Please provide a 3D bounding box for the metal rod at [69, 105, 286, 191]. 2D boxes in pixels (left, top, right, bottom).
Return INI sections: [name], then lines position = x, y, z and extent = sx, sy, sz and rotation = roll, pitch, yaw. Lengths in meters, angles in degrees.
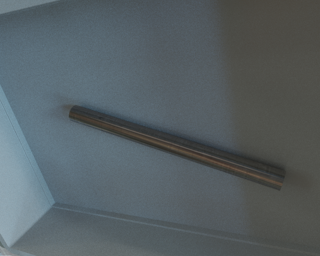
[metal rod]
position = 0.009, 0.020, 0.415
extent = 0.301, 0.025, 0.025
rotation = 17, 125, 18
